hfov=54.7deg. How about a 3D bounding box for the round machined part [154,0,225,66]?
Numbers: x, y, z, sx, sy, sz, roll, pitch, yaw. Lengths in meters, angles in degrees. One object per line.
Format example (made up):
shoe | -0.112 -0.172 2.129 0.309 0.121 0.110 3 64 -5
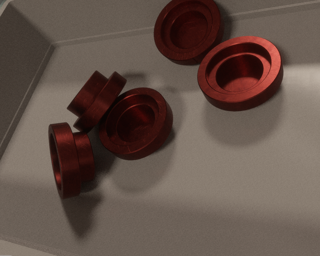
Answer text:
round machined part | 0.044 -0.136 0.442 0.098 0.042 0.097 -4 80 26

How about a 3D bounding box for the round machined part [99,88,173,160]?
round machined part | -0.028 -0.002 0.409 0.098 0.042 0.098 -13 56 20

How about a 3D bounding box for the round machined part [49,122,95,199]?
round machined part | -0.115 0.040 0.406 0.042 0.097 0.098 -9 47 -25

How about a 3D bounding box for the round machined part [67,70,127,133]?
round machined part | -0.093 -0.042 0.436 0.098 0.042 0.098 -48 16 18

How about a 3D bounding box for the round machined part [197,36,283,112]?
round machined part | 0.099 -0.062 0.380 0.098 0.042 0.098 -13 56 20
